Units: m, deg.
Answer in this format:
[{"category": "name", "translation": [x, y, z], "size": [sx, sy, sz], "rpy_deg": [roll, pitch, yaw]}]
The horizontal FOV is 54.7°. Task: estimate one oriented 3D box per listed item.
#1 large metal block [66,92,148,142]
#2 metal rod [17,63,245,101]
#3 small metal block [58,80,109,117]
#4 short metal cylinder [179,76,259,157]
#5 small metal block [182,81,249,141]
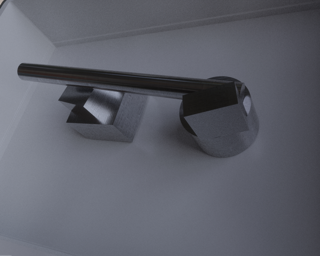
[{"category": "large metal block", "translation": [-0.073, -0.029, 0.440], "size": [0.080, 0.050, 0.080], "rpy_deg": [3, 63, 29]}, {"category": "metal rod", "translation": [-0.053, -0.056, 0.374], "size": [0.301, 0.025, 0.025], "rpy_deg": [9, 66, 23]}, {"category": "small metal block", "translation": [-0.101, -0.047, 0.419], "size": [0.050, 0.025, 0.050], "rpy_deg": [14, 68, 33]}, {"category": "short metal cylinder", "translation": [0.069, -0.013, 0.358], "size": [0.080, 0.050, 0.080], "rpy_deg": [-13, 56, 20]}, {"category": "small metal block", "translation": [0.055, -0.014, 0.301], "size": [0.050, 0.050, 0.025], "rpy_deg": [-14, 56, 20]}]
